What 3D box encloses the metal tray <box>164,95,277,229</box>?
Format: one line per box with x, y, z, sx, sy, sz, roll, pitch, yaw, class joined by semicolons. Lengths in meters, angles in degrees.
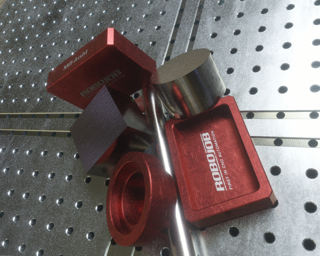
0.061;0.034;0.347;0.090;0.030;0.130;-22;53;14;metal tray

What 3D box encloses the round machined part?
-0.018;0.077;0.337;0.098;0.042;0.098;-27;56;50;round machined part

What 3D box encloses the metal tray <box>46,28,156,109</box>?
-0.081;-0.071;0.430;0.130;0.090;0.030;-25;53;31;metal tray

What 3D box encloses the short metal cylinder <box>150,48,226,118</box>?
0.034;-0.056;0.385;0.080;0.050;0.080;-24;27;13;short metal cylinder

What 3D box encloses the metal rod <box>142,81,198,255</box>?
0.003;0.023;0.387;0.025;0.025;0.299;-23;53;14;metal rod

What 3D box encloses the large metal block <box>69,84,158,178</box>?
-0.062;0.006;0.393;0.080;0.050;0.080;-48;49;18;large metal block
